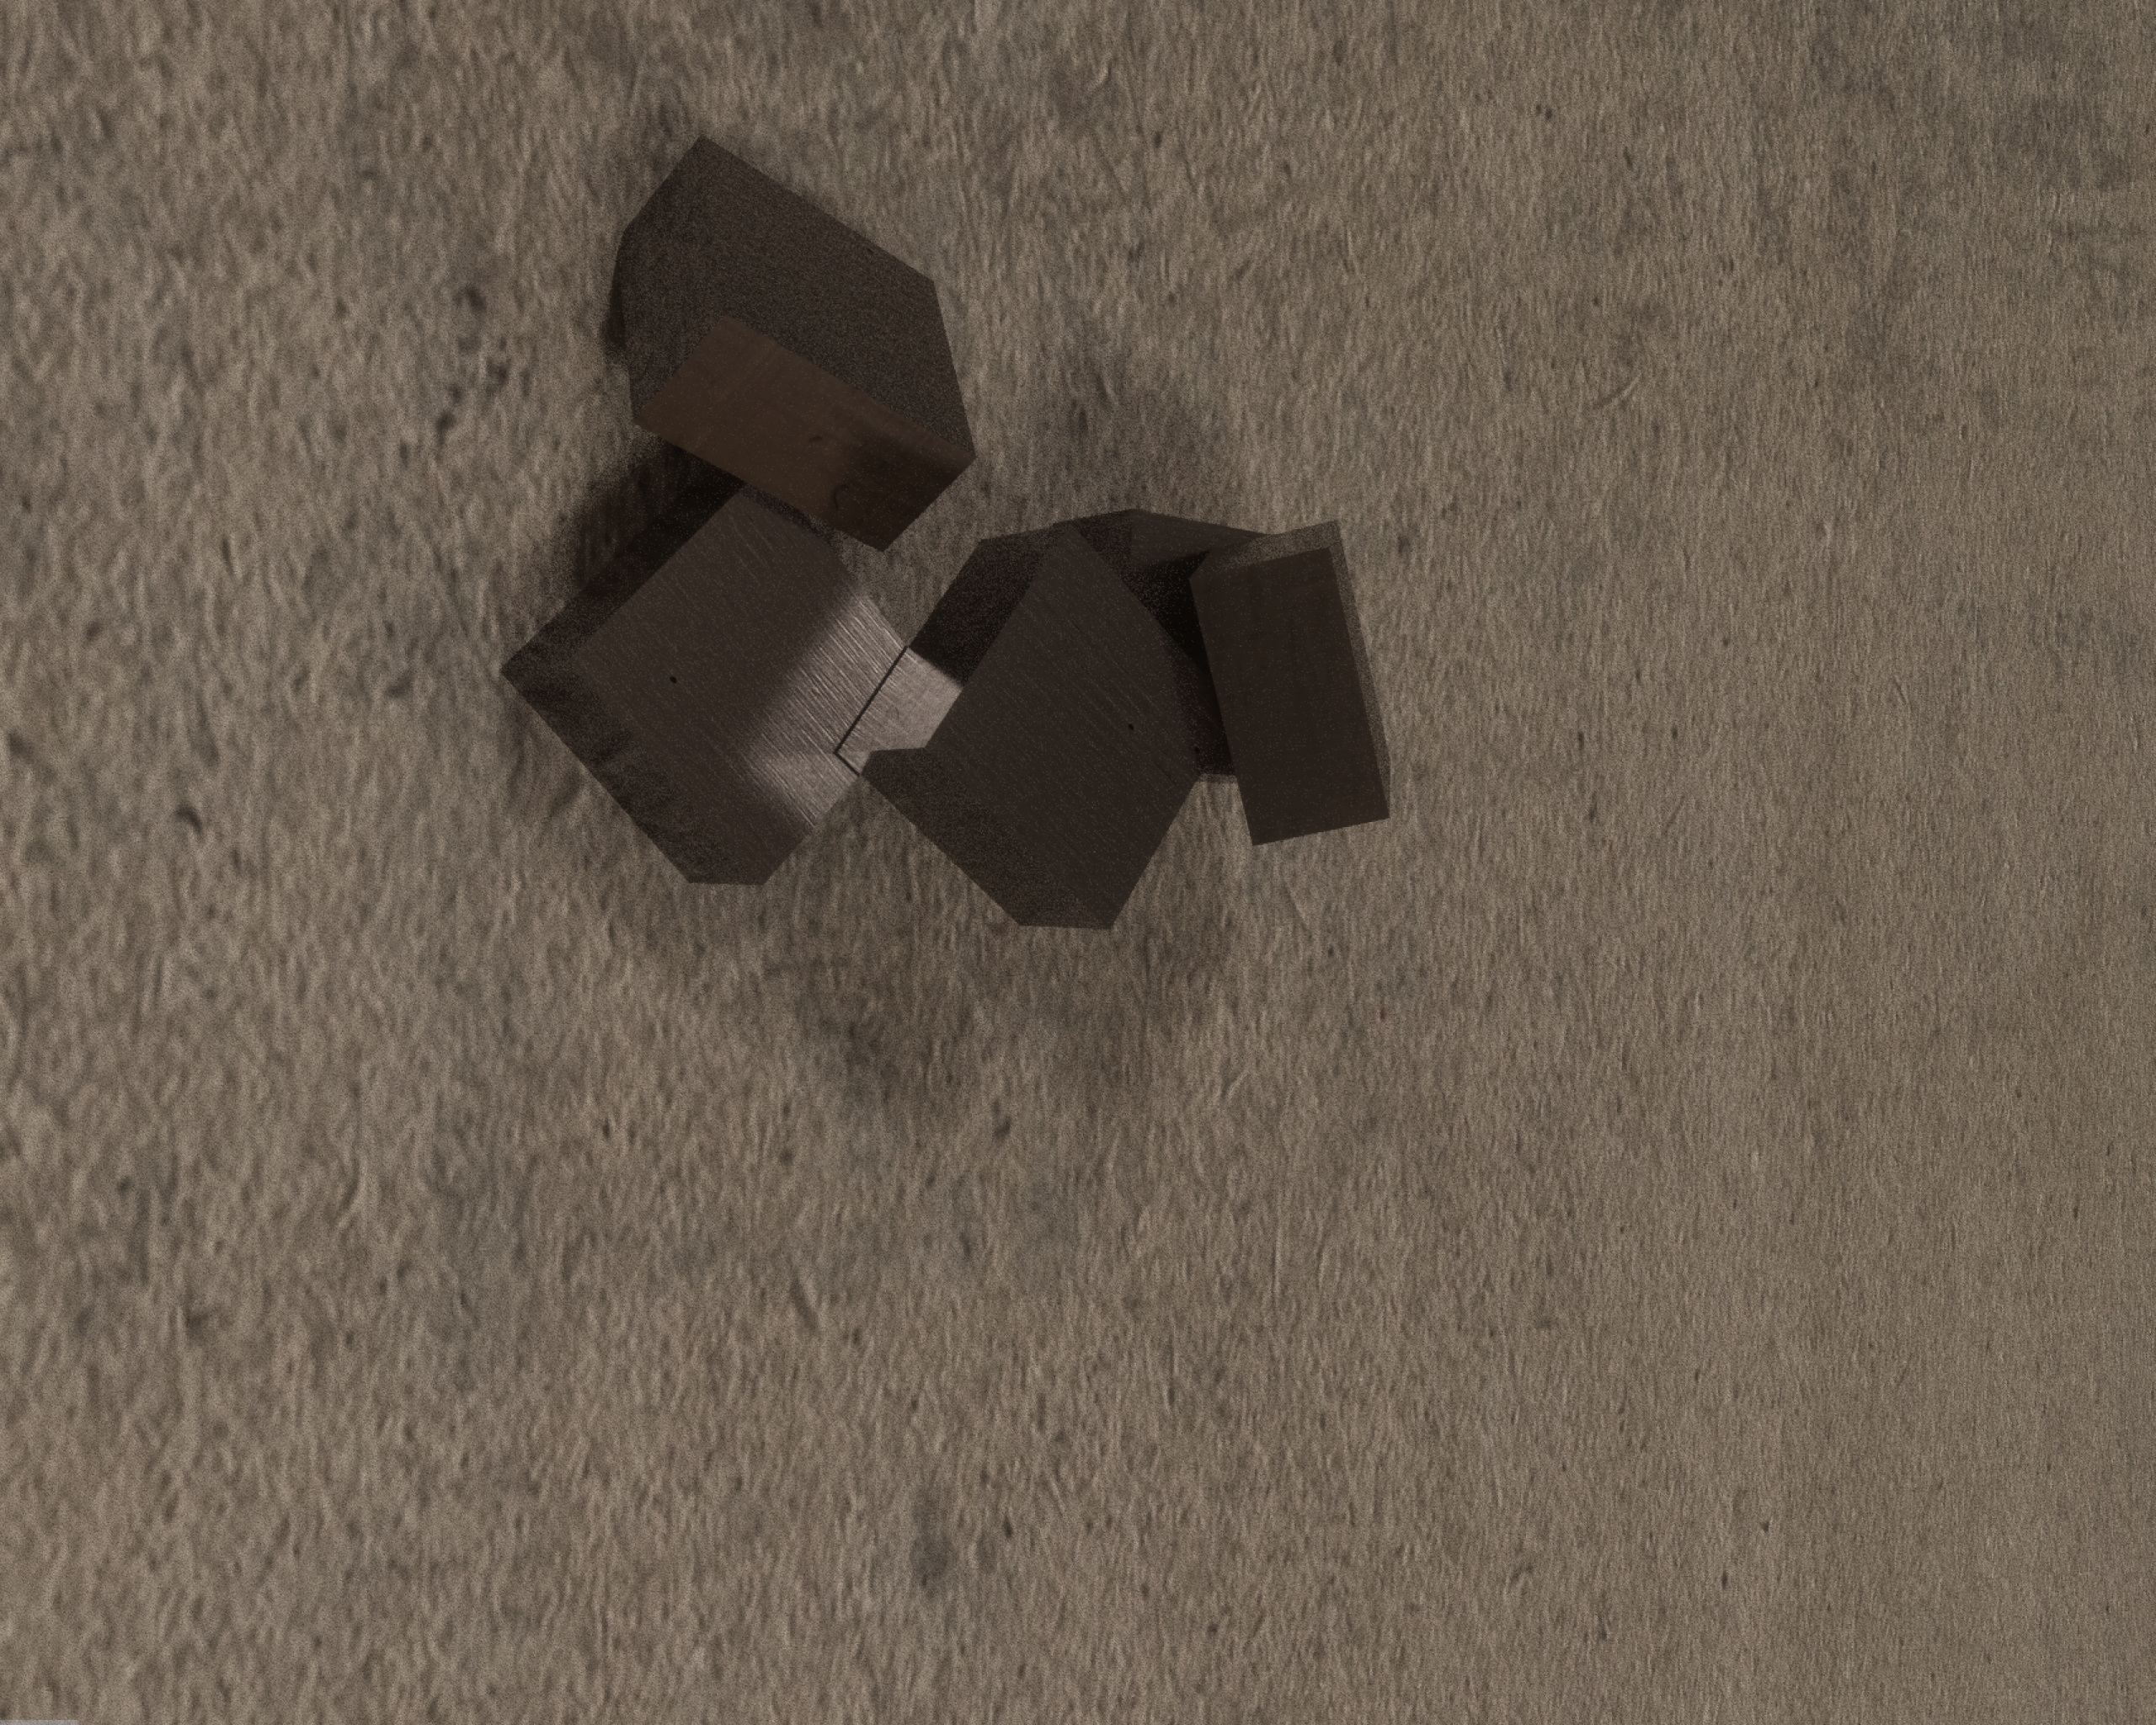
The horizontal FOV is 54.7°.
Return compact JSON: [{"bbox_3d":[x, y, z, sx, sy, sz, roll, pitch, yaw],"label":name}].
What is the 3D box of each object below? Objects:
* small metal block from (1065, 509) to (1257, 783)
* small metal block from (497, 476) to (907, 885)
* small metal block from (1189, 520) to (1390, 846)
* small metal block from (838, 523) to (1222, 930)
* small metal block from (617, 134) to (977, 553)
[{"bbox_3d":[0.021,-0.042,0.426,0.050,0.025,0.050,2,89,-40],"label":"small metal block"},{"bbox_3d":[-0.060,-0.031,0.357,0.050,0.025,0.050,-52,121,-27],"label":"small metal block"},{"bbox_3d":[0.041,-0.035,0.394,0.050,0.025,0.050,-60,137,-73],"label":"small metal block"},{"bbox_3d":[-0.006,-0.023,0.369,0.050,0.025,0.050,45,63,-31],"label":"small metal block"},{"bbox_3d":[-0.048,-0.087,0.352,0.050,0.025,0.050,24,38,-38],"label":"small metal block"}]
